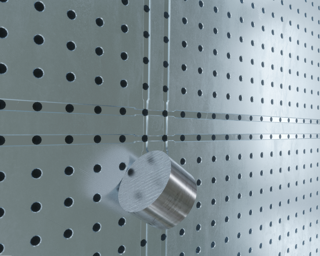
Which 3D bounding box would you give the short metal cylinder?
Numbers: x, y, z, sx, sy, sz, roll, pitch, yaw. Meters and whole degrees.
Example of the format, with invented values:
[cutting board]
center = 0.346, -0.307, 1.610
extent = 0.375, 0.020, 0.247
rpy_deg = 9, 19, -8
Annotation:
[short metal cylinder]
center = -0.003, 0.074, 0.373
extent = 0.050, 0.080, 0.080
rpy_deg = 42, 64, -32
